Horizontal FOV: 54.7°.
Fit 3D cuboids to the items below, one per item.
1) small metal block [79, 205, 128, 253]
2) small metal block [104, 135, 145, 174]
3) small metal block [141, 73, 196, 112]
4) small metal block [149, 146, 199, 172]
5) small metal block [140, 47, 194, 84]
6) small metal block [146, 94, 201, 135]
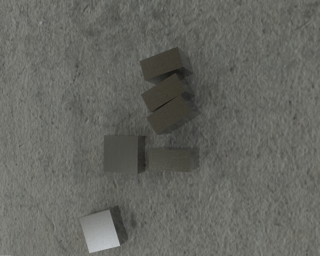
[{"bbox_3d":[-0.079,0.142,0.436,0.050,0.025,0.050,-20,84,18],"label":"small metal block"},{"bbox_3d":[-0.049,0.035,0.425,0.050,0.025,0.050,1,90,19],"label":"small metal block"},{"bbox_3d":[0.012,-0.042,0.391,0.050,0.050,0.025,-30,80,17],"label":"small metal block"},{"bbox_3d":[0.019,0.038,0.388,0.050,0.050,0.025,1,91,19],"label":"small metal block"},{"bbox_3d":[0.010,-0.076,0.392,0.050,0.050,0.025,-17,85,19],"label":"small metal block"},{"bbox_3d":[0.018,-0.016,0.389,0.050,0.050,0.025,-34,80,16],"label":"small metal block"}]
